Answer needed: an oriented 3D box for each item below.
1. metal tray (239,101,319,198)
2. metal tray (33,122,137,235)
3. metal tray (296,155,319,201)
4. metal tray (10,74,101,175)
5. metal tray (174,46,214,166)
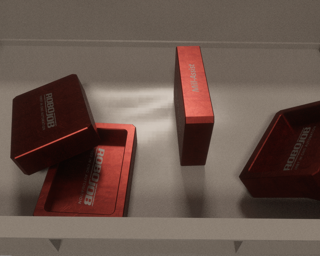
[{"bbox_3d":[0.156,0.020,0.348,0.030,0.090,0.131,53,54,-16],"label":"metal tray"},{"bbox_3d":[-0.078,0.052,0.356,0.091,0.030,0.130,3,50,2],"label":"metal tray"},{"bbox_3d":[0.206,0.039,0.311,0.090,0.030,0.130,-39,15,-20],"label":"metal tray"},{"bbox_3d":[-0.132,-0.011,0.382,0.090,0.030,0.130,-23,41,-6],"label":"metal tray"},{"bbox_3d":[0.038,-0.029,0.387,0.030,0.089,0.130,-2,50,-2],"label":"metal tray"}]
